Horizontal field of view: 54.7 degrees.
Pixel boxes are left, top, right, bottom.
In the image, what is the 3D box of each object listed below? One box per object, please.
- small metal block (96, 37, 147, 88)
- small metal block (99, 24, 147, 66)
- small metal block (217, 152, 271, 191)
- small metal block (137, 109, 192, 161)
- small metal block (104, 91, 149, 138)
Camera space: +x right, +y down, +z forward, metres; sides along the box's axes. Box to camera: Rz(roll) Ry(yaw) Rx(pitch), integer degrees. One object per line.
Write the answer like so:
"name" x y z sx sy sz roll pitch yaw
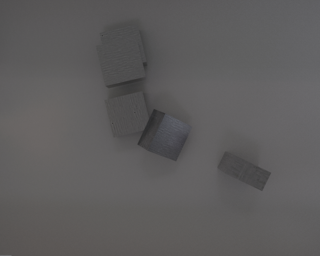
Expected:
"small metal block" -0.047 -0.081 0.386 0.050 0.025 0.050 -13 91 0
"small metal block" -0.048 -0.104 0.411 0.050 0.025 0.050 -14 90 0
"small metal block" 0.107 0.054 0.400 0.050 0.050 0.025 26 90 0
"small metal block" 0.007 0.010 0.398 0.050 0.025 0.050 25 90 -39
"small metal block" -0.041 -0.018 0.411 0.050 0.025 0.050 -14 90 0
